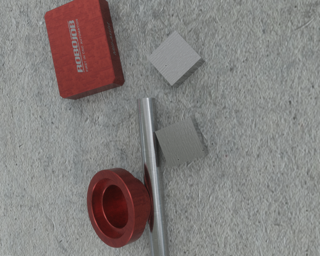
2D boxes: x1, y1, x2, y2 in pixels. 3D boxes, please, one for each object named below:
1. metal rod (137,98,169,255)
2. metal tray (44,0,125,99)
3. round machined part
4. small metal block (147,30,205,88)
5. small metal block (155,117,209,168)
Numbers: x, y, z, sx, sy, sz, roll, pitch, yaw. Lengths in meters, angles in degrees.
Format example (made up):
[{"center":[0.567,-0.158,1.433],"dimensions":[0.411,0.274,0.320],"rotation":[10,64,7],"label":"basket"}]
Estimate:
[{"center":[-0.005,0.110,0.409],"dimensions":[0.025,0.025,0.298],"rotation":[-6,88,19],"label":"metal rod"},{"center":[-0.109,-0.114,0.443],"dimensions":[0.090,0.030,0.129],"rotation":[-14,85,19],"label":"metal tray"},{"center":[-0.050,0.100,0.404],"dimensions":[0.098,0.042,0.097],"rotation":[3,94,44],"label":"round machined part"},{"center":[0.021,-0.088,0.401],"dimensions":[0.050,0.025,0.050],"rotation":[-43,77,14],"label":"small metal block"},{"center":[0.029,0.019,0.398],"dimensions":[0.050,0.025,0.050],"rotation":[-23,83,18],"label":"small metal block"}]
